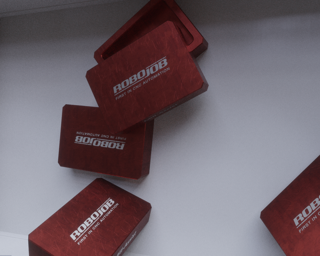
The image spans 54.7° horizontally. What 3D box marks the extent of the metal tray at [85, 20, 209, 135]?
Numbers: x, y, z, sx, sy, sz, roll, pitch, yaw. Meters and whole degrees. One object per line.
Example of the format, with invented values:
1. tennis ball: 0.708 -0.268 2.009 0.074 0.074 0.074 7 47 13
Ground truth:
1. metal tray: -0.018 -0.058 0.382 0.130 0.030 0.090 -27 81 17

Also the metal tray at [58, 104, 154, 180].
1. metal tray: -0.077 0.017 0.435 0.130 0.030 0.089 6 92 19

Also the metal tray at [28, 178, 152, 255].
1. metal tray: -0.081 0.123 0.383 0.090 0.131 0.030 24 123 18

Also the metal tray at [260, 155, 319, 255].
1. metal tray: 0.175 0.080 0.315 0.030 0.090 0.130 34 104 -25

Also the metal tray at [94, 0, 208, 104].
1. metal tray: -0.014 -0.103 0.412 0.130 0.030 0.090 -38 78 16
